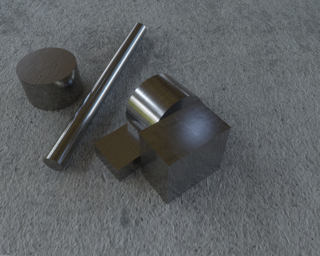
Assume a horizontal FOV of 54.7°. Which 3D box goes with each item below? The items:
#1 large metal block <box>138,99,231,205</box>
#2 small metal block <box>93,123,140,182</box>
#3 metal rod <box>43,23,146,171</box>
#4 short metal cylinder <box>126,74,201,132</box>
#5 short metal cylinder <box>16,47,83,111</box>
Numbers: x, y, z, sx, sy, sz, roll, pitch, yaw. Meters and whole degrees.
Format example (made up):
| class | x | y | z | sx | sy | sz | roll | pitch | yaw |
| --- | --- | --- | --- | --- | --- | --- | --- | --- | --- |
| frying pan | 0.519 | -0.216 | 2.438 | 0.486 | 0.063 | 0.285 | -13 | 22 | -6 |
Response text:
| class | x | y | z | sx | sy | sz | roll | pitch | yaw |
| --- | --- | --- | --- | --- | --- | --- | --- | --- | --- |
| large metal block | 0.025 | 0.027 | 0.345 | 0.081 | 0.080 | 0.050 | -29 | 56 | -23 |
| small metal block | -0.045 | 0.029 | 0.378 | 0.050 | 0.025 | 0.050 | -33 | 58 | -25 |
| metal rod | -0.081 | -0.066 | 0.457 | 0.025 | 0.025 | 0.300 | 14 | 51 | 11 |
| short metal cylinder | 0.005 | -0.020 | 0.385 | 0.081 | 0.080 | 0.050 | -33 | 58 | -25 |
| short metal cylinder | -0.156 | -0.071 | 0.445 | 0.081 | 0.050 | 0.080 | 0 | 50 | 0 |
